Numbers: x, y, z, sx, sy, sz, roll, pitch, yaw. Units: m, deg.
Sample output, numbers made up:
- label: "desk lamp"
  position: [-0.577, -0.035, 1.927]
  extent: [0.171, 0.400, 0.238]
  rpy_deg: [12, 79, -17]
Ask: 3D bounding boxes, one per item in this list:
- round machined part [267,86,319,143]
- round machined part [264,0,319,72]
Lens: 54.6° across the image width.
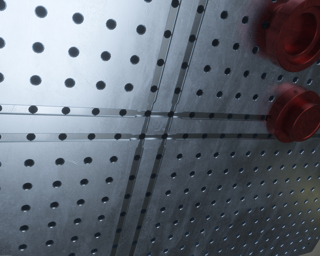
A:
- label: "round machined part"
  position: [0.231, -0.016, 0.515]
  extent: [0.099, 0.042, 0.097]
  rpy_deg: [-14, 124, -21]
- label: "round machined part"
  position: [0.182, -0.129, 0.419]
  extent: [0.099, 0.042, 0.097]
  rpy_deg: [-14, 124, -21]
